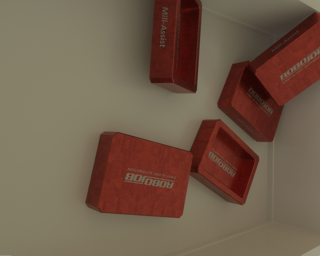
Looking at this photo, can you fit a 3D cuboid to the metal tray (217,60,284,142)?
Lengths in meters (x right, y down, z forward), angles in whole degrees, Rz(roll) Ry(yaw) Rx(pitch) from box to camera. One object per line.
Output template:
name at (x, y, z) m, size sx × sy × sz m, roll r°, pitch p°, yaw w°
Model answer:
metal tray at (0.163, -0.043, 0.539) m, size 0.130 × 0.030 × 0.090 m, roll 36°, pitch 68°, yaw -32°

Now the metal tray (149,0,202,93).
metal tray at (0.023, -0.115, 0.400) m, size 0.090 × 0.030 × 0.129 m, roll 8°, pitch 86°, yaw -65°

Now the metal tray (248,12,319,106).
metal tray at (0.221, -0.107, 0.496) m, size 0.130 × 0.030 × 0.090 m, roll -38°, pitch 121°, yaw 16°

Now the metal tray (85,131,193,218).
metal tray at (-0.020, 0.062, 0.389) m, size 0.131 × 0.030 × 0.090 m, roll 18°, pitch 79°, yaw -39°

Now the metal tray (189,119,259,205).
metal tray at (0.102, 0.056, 0.491) m, size 0.130 × 0.030 × 0.090 m, roll 38°, pitch 67°, yaw -34°
